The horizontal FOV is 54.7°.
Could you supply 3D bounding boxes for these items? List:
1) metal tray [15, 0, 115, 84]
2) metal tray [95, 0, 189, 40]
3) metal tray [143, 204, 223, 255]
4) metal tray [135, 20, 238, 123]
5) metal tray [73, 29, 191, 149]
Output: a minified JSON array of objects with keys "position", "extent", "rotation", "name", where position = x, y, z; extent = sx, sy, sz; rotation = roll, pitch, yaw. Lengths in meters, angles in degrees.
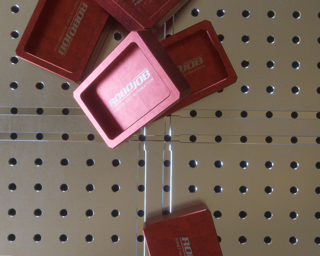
[{"position":[-0.118,-0.133,0.409],"extent":[0.090,0.030,0.129],"rotation":[25,90,-1],"name":"metal tray"},{"position":[-0.010,-0.183,0.390],"extent":[0.090,0.030,0.130],"rotation":[42,71,-1],"name":"metal tray"},{"position":[0.037,0.177,0.412],"extent":[0.091,0.030,0.129],"rotation":[-15,90,-1],"name":"metal tray"},{"position":[0.023,-0.073,0.411],"extent":[0.131,0.030,0.090],"rotation":[-26,90,-1],"name":"metal tray"},{"position":[-0.038,-0.043,0.375],"extent":[0.130,0.030,0.090],"rotation":[-36,89,34],"name":"metal tray"}]
